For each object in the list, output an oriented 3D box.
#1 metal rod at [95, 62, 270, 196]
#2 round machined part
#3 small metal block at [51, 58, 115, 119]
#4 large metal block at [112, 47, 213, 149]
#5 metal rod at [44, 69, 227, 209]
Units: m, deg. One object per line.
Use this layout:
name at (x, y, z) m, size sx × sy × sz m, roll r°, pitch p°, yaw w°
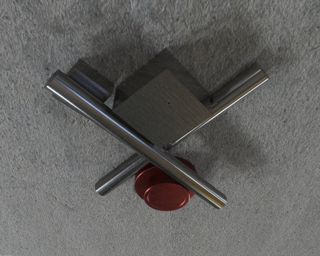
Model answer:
metal rod at (0.013, 0.015, 0.424) m, size 0.299 × 0.025 × 0.025 m, roll -37°, pitch 121°, yaw 27°
round machined part at (0.010, 0.091, 0.474) m, size 0.099 × 0.042 × 0.097 m, roll -1°, pitch 130°, yaw 0°
small metal block at (-0.091, -0.046, 0.370) m, size 0.050 × 0.025 × 0.050 m, roll 35°, pitch 121°, yaw -27°
large metal block at (0.003, -0.033, 0.366) m, size 0.080 × 0.050 × 0.080 m, roll -34°, pitch 123°, yaw 25°
metal rod at (-0.012, 0.030, 0.400) m, size 0.025 × 0.025 × 0.301 m, roll -36°, pitch 122°, yaw 26°
